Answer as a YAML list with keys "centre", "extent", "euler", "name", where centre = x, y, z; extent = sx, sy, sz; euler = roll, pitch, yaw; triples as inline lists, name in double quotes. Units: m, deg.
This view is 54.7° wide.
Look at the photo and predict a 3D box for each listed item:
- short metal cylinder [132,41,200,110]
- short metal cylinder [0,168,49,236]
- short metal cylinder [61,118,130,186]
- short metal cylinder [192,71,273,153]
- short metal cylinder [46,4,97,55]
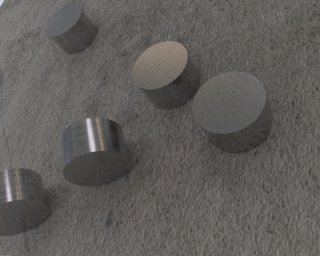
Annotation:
- centre: [0.009, -0.072, 0.427]
  extent: [0.080, 0.050, 0.080]
  euler: [-13, 56, 21]
  name: "short metal cylinder"
- centre: [-0.194, 0.099, 0.410]
  extent: [0.080, 0.080, 0.050]
  euler: [-35, 51, 5]
  name: "short metal cylinder"
- centre: [-0.082, 0.032, 0.392]
  extent: [0.080, 0.080, 0.050]
  euler: [-26, 53, 12]
  name: "short metal cylinder"
- centre: [0.083, -0.018, 0.355]
  extent: [0.080, 0.050, 0.080]
  euler: [-13, 56, 21]
  name: "short metal cylinder"
- centre: [-0.169, -0.188, 0.592]
  extent: [0.080, 0.050, 0.080]
  euler: [-13, 56, 21]
  name: "short metal cylinder"
